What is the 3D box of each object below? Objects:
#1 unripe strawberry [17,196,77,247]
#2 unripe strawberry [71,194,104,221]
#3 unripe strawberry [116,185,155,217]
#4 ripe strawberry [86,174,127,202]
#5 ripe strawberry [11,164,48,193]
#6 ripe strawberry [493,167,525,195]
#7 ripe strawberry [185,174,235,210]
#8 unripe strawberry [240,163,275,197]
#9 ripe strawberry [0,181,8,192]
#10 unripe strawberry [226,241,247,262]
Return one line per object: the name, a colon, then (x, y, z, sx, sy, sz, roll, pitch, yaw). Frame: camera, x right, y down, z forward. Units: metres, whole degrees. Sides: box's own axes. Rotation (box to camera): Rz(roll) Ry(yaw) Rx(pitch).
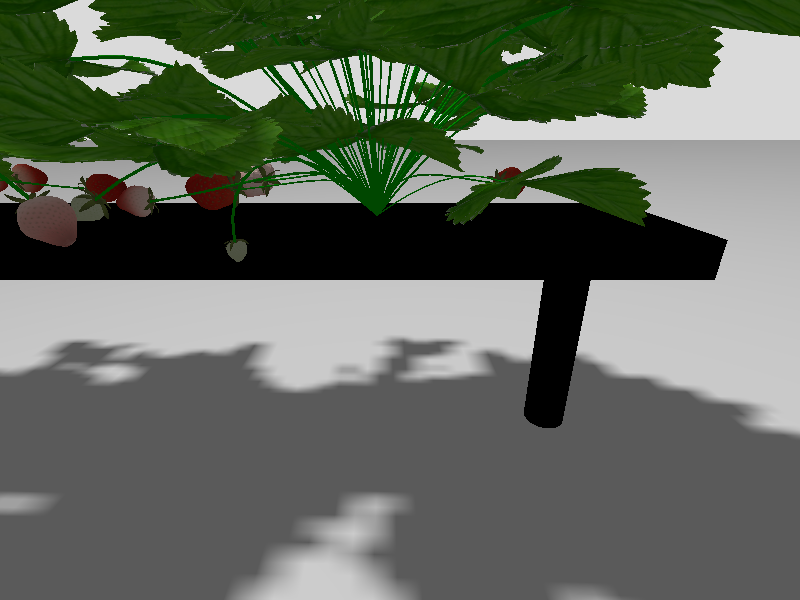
unripe strawberry: (-0.226, -0.049, 0.259, 0.032, 0.033, 0.030, -38, 4, 31)
unripe strawberry: (-0.248, -0.072, 0.317, 0.022, 0.022, 0.024, -34, 24, 7)
unripe strawberry: (-0.222, -0.083, 0.336, 0.026, 0.026, 0.029, -1, 23, -2)
ripe strawberry: (-0.294, -0.113, 0.403, 0.032, 0.028, 0.032, -8, 24, -19)
ripe strawberry: (-0.439, -0.145, 0.477, 0.031, 0.033, 0.034, 5, 23, 11)
ripe strawberry: (0.121, -0.129, 0.436, 0.036, 0.031, 0.036, -15, 28, -33)
ripe strawberry: (-0.171, -0.102, 0.364, 0.045, 0.038, 0.044, 3, 23, 9)
unripe strawberry: (-0.159, -0.132, 0.433, 0.045, 0.038, 0.045, 15, 28, 33)
ripe strawberry: (-0.490, -0.151, 0.481, 0.039, 0.041, 0.042, -3, 23, -7)
unripe strawberry: (-0.090, -0.027, 0.221, 0.011, 0.011, 0.011, 11, 26, 25)
